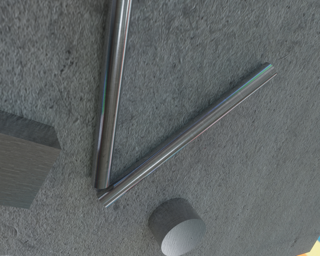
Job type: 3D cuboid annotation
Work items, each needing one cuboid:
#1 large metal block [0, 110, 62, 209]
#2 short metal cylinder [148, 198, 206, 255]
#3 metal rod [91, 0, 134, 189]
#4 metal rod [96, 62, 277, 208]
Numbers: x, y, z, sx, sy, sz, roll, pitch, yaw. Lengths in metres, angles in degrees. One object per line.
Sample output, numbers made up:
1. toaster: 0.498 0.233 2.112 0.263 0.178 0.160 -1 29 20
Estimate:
1. large metal block: -0.162 0.031 0.322 0.080 0.050 0.080 22 106 -37
2. short metal cylinder: 0.028 0.162 0.509 0.081 0.050 0.079 -14 125 -21
3. metal rod: -0.053 -0.058 0.343 0.025 0.025 0.298 -4 120 -27
4. metal rod: 0.039 0.008 0.434 0.301 0.025 0.025 -38 130 -3
